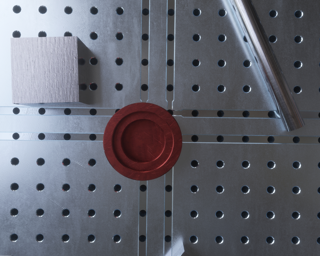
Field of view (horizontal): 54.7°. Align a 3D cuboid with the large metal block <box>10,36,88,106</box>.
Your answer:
[{"bbox_3d":[-0.140,-0.071,0.400,0.081,0.050,0.079,-2,90,0],"label":"large metal block"}]

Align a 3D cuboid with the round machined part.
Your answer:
[{"bbox_3d":[-0.022,0.017,0.405,0.099,0.042,0.097,0,90,0],"label":"round machined part"}]

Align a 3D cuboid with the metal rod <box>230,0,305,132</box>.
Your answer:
[{"bbox_3d":[0.122,-0.137,0.414,0.025,0.025,0.299,-24,90,0],"label":"metal rod"}]

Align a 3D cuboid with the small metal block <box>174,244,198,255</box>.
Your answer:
[{"bbox_3d":[0.036,0.195,0.414,0.050,0.025,0.050,39,90,0],"label":"small metal block"}]
